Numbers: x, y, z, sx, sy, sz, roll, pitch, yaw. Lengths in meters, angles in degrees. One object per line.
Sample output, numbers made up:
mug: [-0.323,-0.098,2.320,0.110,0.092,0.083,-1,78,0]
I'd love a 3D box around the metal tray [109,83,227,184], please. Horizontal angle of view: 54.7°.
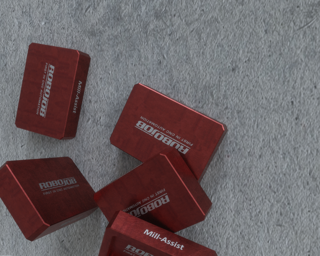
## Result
metal tray: [0.009,0.009,0.403,0.130,0.030,0.090,28,99,17]

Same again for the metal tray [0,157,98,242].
metal tray: [-0.139,0.083,0.401,0.030,0.130,0.090,-41,77,11]

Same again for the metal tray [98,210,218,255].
metal tray: [-0.008,0.163,0.376,0.131,0.030,0.089,22,121,5]

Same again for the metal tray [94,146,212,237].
metal tray: [-0.013,0.091,0.389,0.130,0.030,0.090,-34,88,29]

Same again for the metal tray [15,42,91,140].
metal tray: [-0.161,-0.055,0.463,0.090,0.030,0.129,14,95,19]
